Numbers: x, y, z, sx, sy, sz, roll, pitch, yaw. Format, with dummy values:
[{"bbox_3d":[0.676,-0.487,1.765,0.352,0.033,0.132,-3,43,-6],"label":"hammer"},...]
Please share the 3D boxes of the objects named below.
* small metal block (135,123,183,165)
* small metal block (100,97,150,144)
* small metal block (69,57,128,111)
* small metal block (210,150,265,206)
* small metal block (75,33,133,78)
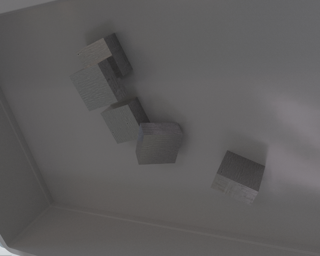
[{"bbox_3d":[-0.002,0.020,0.406,0.050,0.025,0.050,0,127,-17],"label":"small metal block"},{"bbox_3d":[-0.045,-0.010,0.427,0.050,0.025,0.050,-14,111,34],"label":"small metal block"},{"bbox_3d":[-0.076,-0.053,0.383,0.050,0.025,0.050,-14,112,34],"label":"small metal block"},{"bbox_3d":[0.096,0.060,0.379,0.050,0.050,0.025,23,127,14],"label":"small metal block"},{"bbox_3d":[-0.071,-0.085,0.393,0.050,0.025,0.050,-14,111,34],"label":"small metal block"}]
